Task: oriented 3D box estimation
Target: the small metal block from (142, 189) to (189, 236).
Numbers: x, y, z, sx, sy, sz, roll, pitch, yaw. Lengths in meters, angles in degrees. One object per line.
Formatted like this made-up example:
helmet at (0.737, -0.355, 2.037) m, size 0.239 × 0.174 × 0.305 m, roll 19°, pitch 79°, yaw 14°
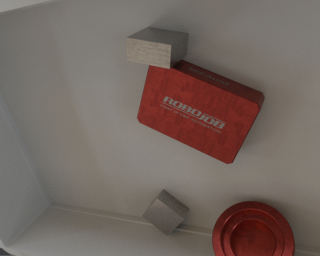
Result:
small metal block at (0.008, 0.131, 0.481) m, size 0.050 × 0.025 × 0.050 m, roll 37°, pitch 123°, yaw 3°

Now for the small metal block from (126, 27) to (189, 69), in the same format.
small metal block at (-0.002, -0.089, 0.338) m, size 0.050 × 0.050 × 0.025 m, roll 15°, pitch 124°, yaw 19°

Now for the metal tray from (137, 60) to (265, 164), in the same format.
metal tray at (0.043, -0.023, 0.368) m, size 0.130 × 0.030 × 0.089 m, roll 25°, pitch 127°, yaw 12°

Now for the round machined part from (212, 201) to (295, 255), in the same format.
round machined part at (0.121, 0.148, 0.398) m, size 0.098 × 0.098 × 0.042 m, roll 2°, pitch 148°, yaw 27°
